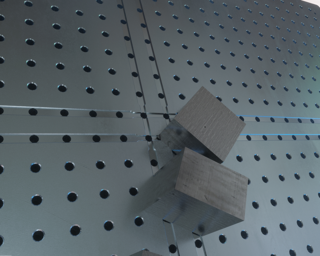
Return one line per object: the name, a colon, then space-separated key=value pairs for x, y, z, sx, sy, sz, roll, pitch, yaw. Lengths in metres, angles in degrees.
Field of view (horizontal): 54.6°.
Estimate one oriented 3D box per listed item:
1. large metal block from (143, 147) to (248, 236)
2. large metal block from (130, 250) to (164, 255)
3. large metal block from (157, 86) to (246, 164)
large metal block: x=0.039 y=0.075 z=0.348 sx=0.080 sy=0.080 sz=0.050 roll=27 pitch=53 yaw=-12
large metal block: x=0.003 y=0.170 z=0.290 sx=0.080 sy=0.050 sz=0.080 roll=23 pitch=53 yaw=-14
large metal block: x=0.057 y=0.003 z=0.420 sx=0.080 sy=0.050 sz=0.080 roll=41 pitch=51 yaw=0
